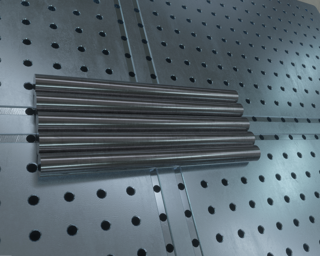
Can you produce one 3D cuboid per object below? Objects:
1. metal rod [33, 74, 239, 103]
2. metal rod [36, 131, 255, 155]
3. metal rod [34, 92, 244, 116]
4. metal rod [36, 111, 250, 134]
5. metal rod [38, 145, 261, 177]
[{"bbox_3d":[-0.014,-0.050,0.433,0.303,0.025,0.025,0,62,-28],"label":"metal rod"},{"bbox_3d":[0.003,0.017,0.401,0.303,0.025,0.025,0,62,-28],"label":"metal rod"},{"bbox_3d":[-0.008,-0.028,0.422,0.303,0.025,0.025,0,62,-28],"label":"metal rod"},{"bbox_3d":[-0.002,-0.005,0.411,0.303,0.025,0.025,0,62,-28],"label":"metal rod"},{"bbox_3d":[0.009,0.038,0.391,0.303,0.025,0.025,0,62,-29],"label":"metal rod"}]
